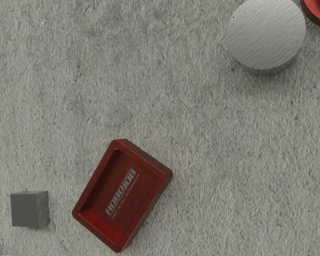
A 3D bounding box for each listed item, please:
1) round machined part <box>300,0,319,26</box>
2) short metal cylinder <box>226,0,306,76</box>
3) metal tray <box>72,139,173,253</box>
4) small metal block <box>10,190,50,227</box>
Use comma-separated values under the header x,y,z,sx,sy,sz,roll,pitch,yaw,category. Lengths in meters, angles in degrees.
x,y,z,sx,sy,sz,roll,pitch,yaw,category
0.203,-0.157,0.328,0.098,0.042,0.097,0,90,20,round machined part
0.120,-0.102,0.353,0.080,0.050,0.080,0,90,20,short metal cylinder
-0.053,0.091,0.424,0.090,0.030,0.129,34,101,16,metal tray
-0.201,0.125,0.480,0.050,0.025,0.050,-5,88,19,small metal block
